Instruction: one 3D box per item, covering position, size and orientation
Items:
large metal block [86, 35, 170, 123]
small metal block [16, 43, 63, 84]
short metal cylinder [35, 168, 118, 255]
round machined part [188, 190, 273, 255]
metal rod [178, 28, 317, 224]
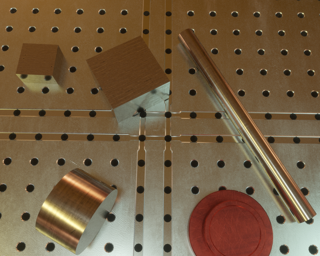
[{"bbox_3d":[-0.042,-0.066,0.422,0.080,0.050,0.080,-28,73,-10],"label":"large metal block"},{"bbox_3d":[-0.171,-0.092,0.443,0.050,0.025,0.050,3,70,0],"label":"small metal block"},{"bbox_3d":[-0.091,0.092,0.348,0.050,0.080,0.080,28,72,9],"label":"short metal cylinder"},{"bbox_3d":[0.083,0.121,0.360,0.099,0.042,0.098,0,70,-1],"label":"round machined part"},{"bbox_3d":[0.107,-0.015,0.418,0.025,0.025,0.299,-26,72,-10],"label":"metal rod"}]
